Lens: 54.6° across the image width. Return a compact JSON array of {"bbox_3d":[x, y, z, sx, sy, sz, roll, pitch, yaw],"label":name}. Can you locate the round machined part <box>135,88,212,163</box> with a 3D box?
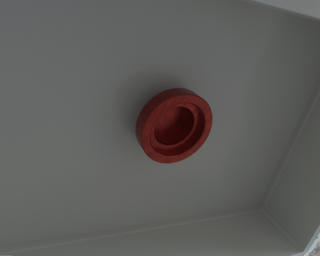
[{"bbox_3d":[0.014,-0.006,0.397,0.099,0.042,0.097,-14,124,-21],"label":"round machined part"}]
